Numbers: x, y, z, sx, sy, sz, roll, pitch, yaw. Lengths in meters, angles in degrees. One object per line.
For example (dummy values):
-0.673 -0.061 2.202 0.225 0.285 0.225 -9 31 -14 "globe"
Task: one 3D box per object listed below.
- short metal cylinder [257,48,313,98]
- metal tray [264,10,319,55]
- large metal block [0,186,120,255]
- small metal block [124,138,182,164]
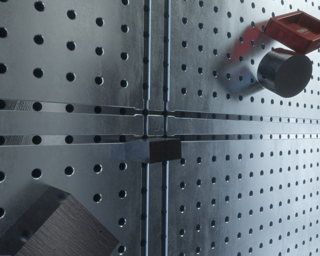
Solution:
0.226 -0.101 0.564 0.081 0.050 0.079 -10 119 -18 "short metal cylinder"
0.275 -0.188 0.602 0.131 0.090 0.030 -26 147 -37 "metal tray"
-0.102 0.118 0.309 0.080 0.050 0.080 -50 120 -28 "large metal block"
-0.009 0.027 0.387 0.050 0.050 0.025 -4 93 -40 "small metal block"
